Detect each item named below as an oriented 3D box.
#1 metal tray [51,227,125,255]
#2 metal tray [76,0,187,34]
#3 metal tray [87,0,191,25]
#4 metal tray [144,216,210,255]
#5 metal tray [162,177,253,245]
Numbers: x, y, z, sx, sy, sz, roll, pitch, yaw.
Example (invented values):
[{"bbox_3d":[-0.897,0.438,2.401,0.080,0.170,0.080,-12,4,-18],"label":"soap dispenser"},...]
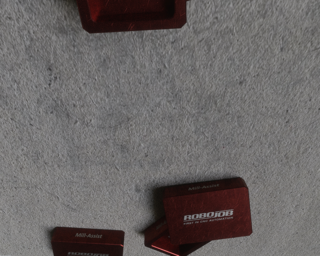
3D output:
[{"bbox_3d":[-0.137,0.233,0.601,0.131,0.030,0.089,5,130,-5],"label":"metal tray"},{"bbox_3d":[-0.026,-0.143,0.241,0.091,0.030,0.129,-3,130,2],"label":"metal tray"},{"bbox_3d":[-0.010,-0.153,0.273,0.130,0.030,0.090,-14,129,11],"label":"metal tray"},{"bbox_3d":[0.044,0.187,0.563,0.090,0.030,0.129,30,124,-23],"label":"metal tray"},{"bbox_3d":[0.075,0.134,0.494,0.131,0.030,0.089,-9,108,4],"label":"metal tray"}]
